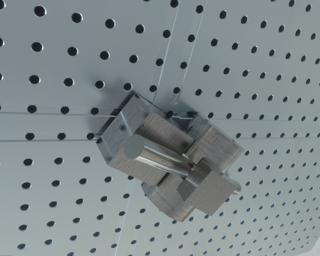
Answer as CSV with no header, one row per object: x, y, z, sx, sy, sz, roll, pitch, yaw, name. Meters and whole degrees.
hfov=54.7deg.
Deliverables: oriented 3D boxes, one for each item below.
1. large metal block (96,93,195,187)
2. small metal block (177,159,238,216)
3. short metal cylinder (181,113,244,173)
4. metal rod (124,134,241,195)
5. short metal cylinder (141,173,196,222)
-0.018,0.017,0.388,0.080,0.050,0.080,33,100,-39,large metal block
0.058,0.075,0.383,0.050,0.025,0.050,35,99,-30,small metal block
0.067,0.023,0.423,0.080,0.080,0.050,31,101,-38,short metal cylinder
0.052,0.062,0.423,0.025,0.025,0.301,-50,144,7,metal rod
0.021,0.084,0.434,0.080,0.080,0.050,34,99,-39,short metal cylinder
